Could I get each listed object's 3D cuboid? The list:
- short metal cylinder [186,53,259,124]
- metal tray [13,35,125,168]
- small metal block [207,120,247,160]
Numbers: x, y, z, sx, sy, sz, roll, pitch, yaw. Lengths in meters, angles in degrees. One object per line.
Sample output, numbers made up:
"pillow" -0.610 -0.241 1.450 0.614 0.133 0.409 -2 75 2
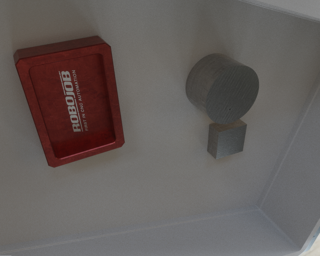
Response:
"short metal cylinder" 0.081 -0.052 0.407 0.081 0.050 0.079 -14 125 -21
"metal tray" -0.093 -0.026 0.339 0.091 0.030 0.129 -17 126 -19
"small metal block" 0.103 0.015 0.477 0.050 0.025 0.050 -14 125 -21
